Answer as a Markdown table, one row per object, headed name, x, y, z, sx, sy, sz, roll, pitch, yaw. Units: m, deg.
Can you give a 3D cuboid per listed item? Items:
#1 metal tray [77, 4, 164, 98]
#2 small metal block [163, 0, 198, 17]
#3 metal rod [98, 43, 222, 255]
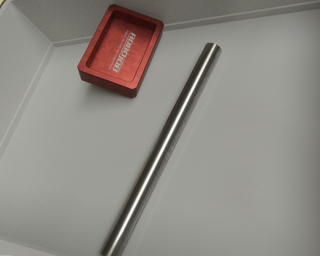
| name | x | y | z | sx | sy | sz | roll | pitch | yaw |
| --- | --- | --- | --- | --- | --- | --- | --- | --- | --- |
| metal tray | -0.057 | -0.120 | 0.475 | 0.090 | 0.030 | 0.130 | 20 | 69 | 1 |
| small metal block | 0.030 | -0.225 | 0.529 | 0.050 | 0.025 | 0.050 | -26 | 53 | 11 |
| metal rod | 0.008 | 0.016 | 0.389 | 0.025 | 0.025 | 0.300 | 16 | 70 | 34 |
